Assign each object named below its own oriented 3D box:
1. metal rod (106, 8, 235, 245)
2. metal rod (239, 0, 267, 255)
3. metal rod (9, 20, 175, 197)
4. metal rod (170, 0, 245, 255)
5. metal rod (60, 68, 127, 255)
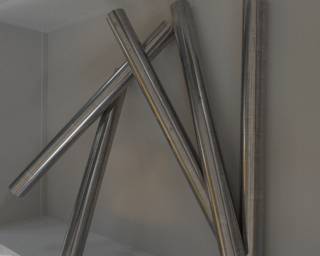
[{"bbox_3d":[0.011,-0.008,0.364,0.025,0.025,0.299,-32,80,35],"label":"metal rod"},{"bbox_3d":[0.097,0.014,0.326,0.025,0.025,0.298,1,91,40],"label":"metal rod"},{"bbox_3d":[-0.091,-0.022,0.410,0.300,0.025,0.025,-46,60,5],"label":"metal rod"},{"bbox_3d":[0.049,-0.009,0.349,0.025,0.025,0.299,-21,72,38],"label":"metal rod"},{"bbox_3d":[-0.083,0.053,0.396,0.025,0.025,0.299,-9,59,39],"label":"metal rod"}]
